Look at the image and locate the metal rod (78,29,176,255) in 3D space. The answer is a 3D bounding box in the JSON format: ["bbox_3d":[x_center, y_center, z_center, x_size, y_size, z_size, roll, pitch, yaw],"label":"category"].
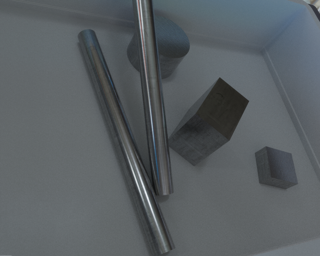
[{"bbox_3d":[-0.048,0.002,0.379,0.025,0.025,0.299,-9,66,-32],"label":"metal rod"}]

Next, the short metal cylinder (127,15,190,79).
[{"bbox_3d":[-0.003,-0.120,0.463,0.081,0.050,0.080,14,56,-21],"label":"short metal cylinder"}]

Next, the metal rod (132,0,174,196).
[{"bbox_3d":[-0.012,-0.071,0.370,0.025,0.025,0.298,-5,87,-31],"label":"metal rod"}]

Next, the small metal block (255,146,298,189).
[{"bbox_3d":[0.174,0.060,0.465,0.050,0.025,0.050,15,55,-20],"label":"small metal block"}]

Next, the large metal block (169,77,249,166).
[{"bbox_3d":[0.062,-0.007,0.410,0.050,0.080,0.080,39,51,-3],"label":"large metal block"}]
